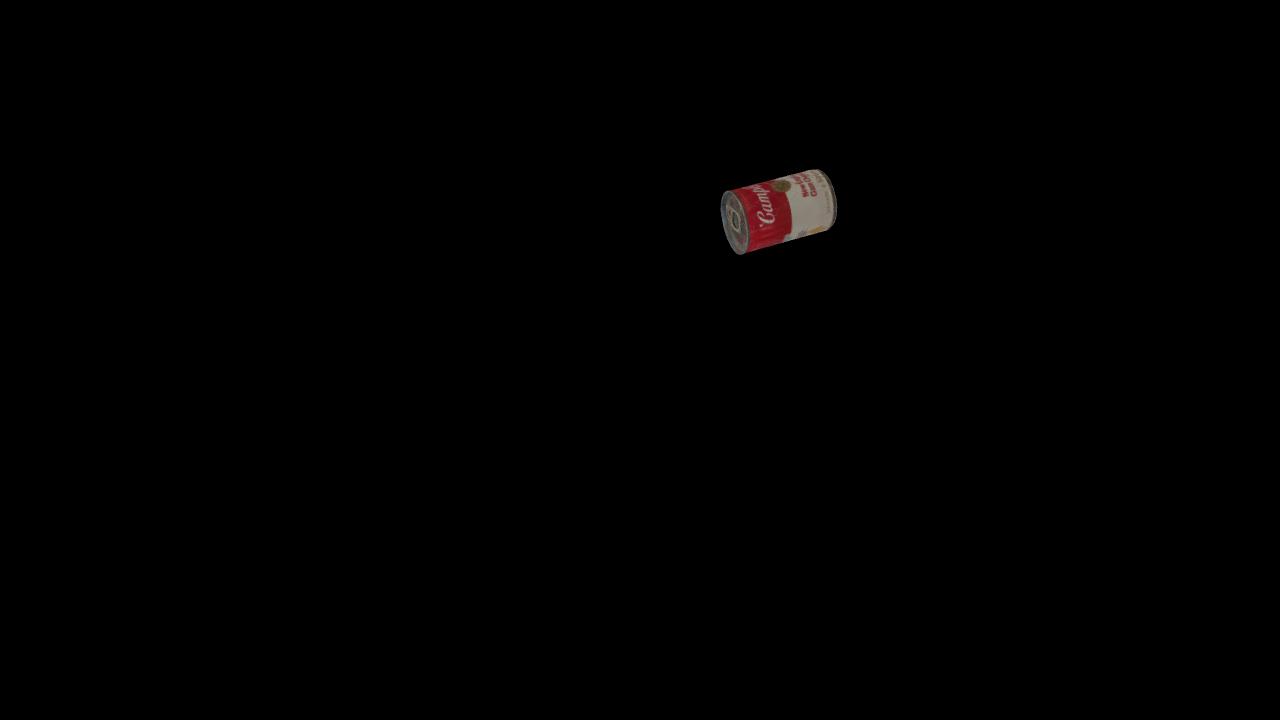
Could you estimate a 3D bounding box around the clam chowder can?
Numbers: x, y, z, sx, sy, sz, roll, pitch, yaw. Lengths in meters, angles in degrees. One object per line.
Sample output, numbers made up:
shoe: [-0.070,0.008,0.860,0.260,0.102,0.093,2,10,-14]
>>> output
clam chowder can: [0.145,-0.156,0.646,0.102,0.068,0.068,-16,2,-9]
